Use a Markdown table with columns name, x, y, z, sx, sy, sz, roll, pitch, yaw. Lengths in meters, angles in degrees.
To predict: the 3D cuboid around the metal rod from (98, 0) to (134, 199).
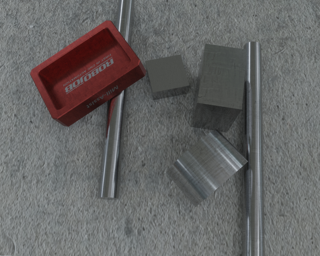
| name | x | y | z | sx | sy | sz | roll | pitch | yaw |
| --- | --- | --- | --- | --- | --- | --- | --- | --- | --- |
| metal rod | -0.057 | -0.055 | 0.427 | 0.025 | 0.025 | 0.299 | 2 | 70 | 0 |

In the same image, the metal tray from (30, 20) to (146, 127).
| name | x | y | z | sx | sy | sz | roll | pitch | yaw |
| --- | --- | --- | --- | --- | --- | --- | --- | --- | --- |
| metal tray | -0.096 | -0.074 | 0.412 | 0.130 | 0.030 | 0.090 | -34 | 66 | -1 |

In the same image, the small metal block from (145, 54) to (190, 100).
| name | x | y | z | sx | sy | sz | roll | pitch | yaw |
| --- | --- | --- | --- | --- | --- | --- | --- | --- | --- |
| small metal block | 0.010 | -0.071 | 0.434 | 0.050 | 0.025 | 0.050 | -12 | 71 | -5 |

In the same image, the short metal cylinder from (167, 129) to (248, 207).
| name | x | y | z | sx | sy | sz | roll | pitch | yaw |
| --- | --- | --- | --- | --- | --- | --- | --- | --- | --- |
| short metal cylinder | 0.055 | 0.047 | 0.363 | 0.080 | 0.080 | 0.050 | -38 | 75 | -13 |

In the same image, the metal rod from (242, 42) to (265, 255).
| name | x | y | z | sx | sy | sz | roll | pitch | yaw |
| --- | --- | --- | --- | --- | --- | --- | --- | --- | --- |
| metal rod | 0.121 | 0.021 | 0.401 | 0.025 | 0.025 | 0.299 | 5 | 70 | 1 |

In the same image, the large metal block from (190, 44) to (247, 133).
| name | x | y | z | sx | sy | sz | roll | pitch | yaw |
| --- | --- | --- | --- | --- | --- | --- | --- | --- | --- |
| large metal block | 0.073 | -0.048 | 0.397 | 0.050 | 0.080 | 0.080 | 9 | 70 | 3 |
